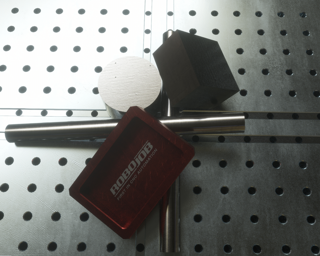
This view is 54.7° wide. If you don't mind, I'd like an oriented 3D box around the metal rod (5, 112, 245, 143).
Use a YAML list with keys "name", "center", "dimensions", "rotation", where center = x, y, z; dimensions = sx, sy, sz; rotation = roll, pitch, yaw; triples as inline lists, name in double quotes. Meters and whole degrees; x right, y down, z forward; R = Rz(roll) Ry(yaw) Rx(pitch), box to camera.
- name: "metal rod"
  center: [-0.048, 0.000, 0.394]
  dimensions: [0.302, 0.025, 0.025]
  rotation: [-3, 70, 6]

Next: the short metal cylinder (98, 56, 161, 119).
- name: "short metal cylinder"
  center: [-0.038, -0.049, 0.415]
  dimensions: [0.081, 0.050, 0.080]
  rotation: [0, 70, 0]

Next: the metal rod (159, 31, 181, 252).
- name: "metal rod"
  center: [0.014, 0.003, 0.410]
  dimensions: [0.025, 0.025, 0.299]
  rotation: [1, 70, 0]

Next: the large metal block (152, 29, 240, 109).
- name: "large metal block"
  center: [0.047, -0.073, 0.404]
  dimensions: [0.081, 0.050, 0.080]
  rotation: [-1, 64, -43]

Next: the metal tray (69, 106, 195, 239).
- name: "metal tray"
  center: [-0.032, 0.050, 0.363]
  dimensions: [0.090, 0.030, 0.130]
  rotation: [38, 95, 6]
